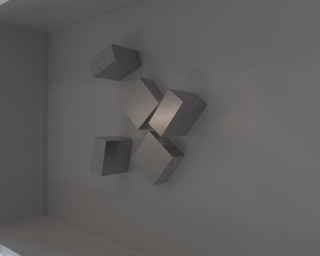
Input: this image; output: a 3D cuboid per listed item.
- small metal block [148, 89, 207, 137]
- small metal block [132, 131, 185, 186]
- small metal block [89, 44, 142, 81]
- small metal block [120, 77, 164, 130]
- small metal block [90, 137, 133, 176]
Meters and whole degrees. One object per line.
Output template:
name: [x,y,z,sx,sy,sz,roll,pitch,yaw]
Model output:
small metal block: [0.022,-0.017,0.373,0.025,0.050,0.050,47,118,30]
small metal block: [-0.003,0.039,0.410,0.050,0.025,0.050,47,118,29]
small metal block: [-0.063,-0.092,0.443,0.050,0.050,0.025,-26,74,37]
small metal block: [-0.021,-0.033,0.424,0.050,0.025,0.050,-50,61,28]
small metal block: [-0.070,0.039,0.448,0.025,0.050,0.050,15,99,39]
